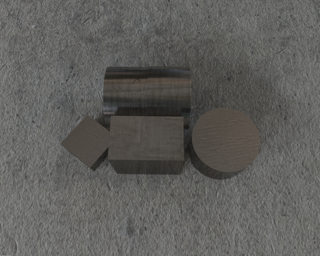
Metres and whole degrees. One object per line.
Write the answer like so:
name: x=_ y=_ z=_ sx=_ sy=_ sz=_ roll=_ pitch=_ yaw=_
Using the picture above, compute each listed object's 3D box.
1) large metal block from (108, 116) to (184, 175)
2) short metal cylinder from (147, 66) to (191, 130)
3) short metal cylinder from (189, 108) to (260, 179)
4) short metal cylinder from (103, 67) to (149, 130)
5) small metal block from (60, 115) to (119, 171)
large metal block: x=-0.015 y=0.024 z=0.372 sx=0.081 sy=0.080 sz=0.050 roll=1 pitch=70 yaw=0
short metal cylinder: x=0.011 y=-0.038 z=0.394 sx=0.050 sy=0.080 sz=0.080 roll=1 pitch=70 yaw=0
short metal cylinder: x=0.078 y=0.021 z=0.389 sx=0.081 sy=0.050 sz=0.080 roll=0 pitch=70 yaw=0
short metal cylinder: x=-0.040 y=-0.037 z=0.394 sx=0.050 sy=0.080 sz=0.080 roll=1 pitch=70 yaw=0
small metal block: x=-0.090 y=0.020 z=0.402 sx=0.050 sy=0.025 sz=0.050 roll=36 pitch=74 yaw=12
